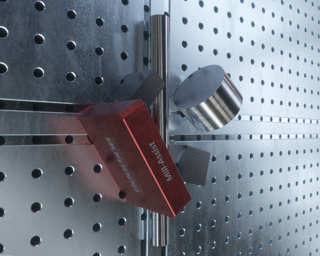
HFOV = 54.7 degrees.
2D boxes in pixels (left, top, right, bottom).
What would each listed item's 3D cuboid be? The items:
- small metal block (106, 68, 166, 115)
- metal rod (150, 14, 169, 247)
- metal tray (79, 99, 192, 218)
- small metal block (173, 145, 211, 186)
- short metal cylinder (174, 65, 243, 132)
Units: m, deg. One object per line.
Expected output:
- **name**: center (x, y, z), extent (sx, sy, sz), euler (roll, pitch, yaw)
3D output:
- **small metal block**: center (-0.029, -0.042, 0.369), extent (0.025, 0.050, 0.050), euler (49, 61, -29)
- **metal rod**: center (-0.001, 0.003, 0.410), extent (0.025, 0.025, 0.298), euler (0, 90, -40)
- **metal tray**: center (-0.028, 0.034, 0.344), extent (0.030, 0.090, 0.129), euler (-40, 115, -33)
- **small metal block**: center (0.043, 0.054, 0.449), extent (0.050, 0.025, 0.050), euler (19, 78, -39)
- **short metal cylinder**: center (0.067, -0.041, 0.431), extent (0.050, 0.080, 0.080), euler (46, 63, -31)
